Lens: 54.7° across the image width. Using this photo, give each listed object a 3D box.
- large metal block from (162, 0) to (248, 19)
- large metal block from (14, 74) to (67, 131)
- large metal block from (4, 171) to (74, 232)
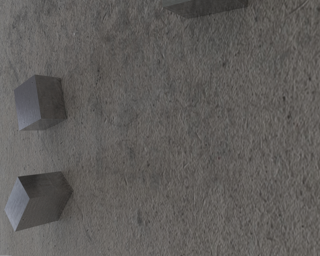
[{"bbox_3d":[0.051,-0.175,0.346,0.080,0.050,0.079,4,93,40],"label":"large metal block"},{"bbox_3d":[-0.222,-0.044,0.572,0.080,0.050,0.080,-20,78,38],"label":"large metal block"},{"bbox_3d":[-0.213,0.127,0.545,0.050,0.081,0.080,45,117,30],"label":"large metal block"}]
